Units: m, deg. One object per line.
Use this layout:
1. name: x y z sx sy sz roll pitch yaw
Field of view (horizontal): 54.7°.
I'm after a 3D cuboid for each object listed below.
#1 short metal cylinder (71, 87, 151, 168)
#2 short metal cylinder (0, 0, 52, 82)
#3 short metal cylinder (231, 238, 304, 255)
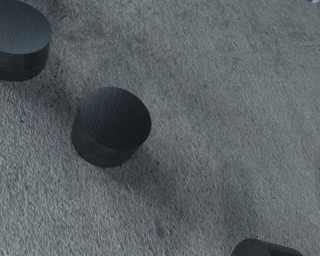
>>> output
1. short metal cylinder: -0.057 0.000 0.357 0.081 0.050 0.080 14 56 -21
2. short metal cylinder: -0.171 -0.101 0.357 0.081 0.050 0.080 14 56 -21
3. short metal cylinder: 0.115 0.164 0.330 0.050 0.080 0.080 19 54 -17
